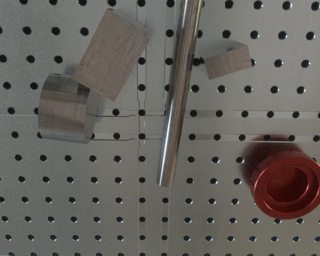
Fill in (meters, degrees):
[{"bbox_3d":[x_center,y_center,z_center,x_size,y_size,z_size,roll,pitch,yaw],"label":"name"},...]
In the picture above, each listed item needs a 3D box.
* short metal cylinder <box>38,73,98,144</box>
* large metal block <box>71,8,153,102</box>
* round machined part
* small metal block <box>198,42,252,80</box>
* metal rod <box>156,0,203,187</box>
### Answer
[{"bbox_3d":[-0.107,-0.023,0.374,0.050,0.080,0.079,8,110,-3],"label":"short metal cylinder"},{"bbox_3d":[-0.050,-0.085,0.352,0.050,0.080,0.080,29,107,-11],"label":"large metal block"},{"bbox_3d":[0.175,0.076,0.435,0.099,0.042,0.097,0,110,-1],"label":"round machined part"},{"bbox_3d":[0.076,-0.082,0.371,0.050,0.050,0.025,-17,110,6],"label":"small metal block"},{"bbox_3d":[0.026,-0.061,0.391,0.025,0.025,0.298,7,110,-3],"label":"metal rod"}]
